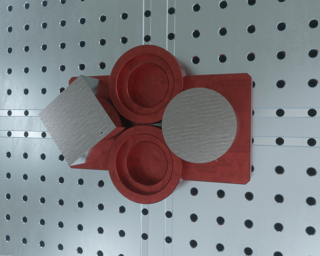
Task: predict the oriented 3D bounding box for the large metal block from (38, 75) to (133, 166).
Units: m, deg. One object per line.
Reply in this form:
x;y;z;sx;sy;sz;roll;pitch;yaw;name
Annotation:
-0.095;-0.009;0.400;0.080;0.050;0.080;-38;78;16;large metal block

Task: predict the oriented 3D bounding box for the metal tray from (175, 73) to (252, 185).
0.067;0.000;0.384;0.090;0.030;0.129;1;90;19;metal tray

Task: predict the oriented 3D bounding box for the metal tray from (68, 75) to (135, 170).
-0.083;-0.007;0.439;0.090;0.030;0.129;1;90;18;metal tray

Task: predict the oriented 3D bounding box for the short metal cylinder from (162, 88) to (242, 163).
0.048;-0.003;0.349;0.080;0.050;0.079;0;90;20;short metal cylinder

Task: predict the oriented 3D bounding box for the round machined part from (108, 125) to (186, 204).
-0.014;0.045;0.398;0.098;0.042;0.097;0;90;20;round machined part

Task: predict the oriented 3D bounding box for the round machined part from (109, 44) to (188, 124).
-0.012;-0.054;0.398;0.098;0.042;0.097;0;90;20;round machined part
